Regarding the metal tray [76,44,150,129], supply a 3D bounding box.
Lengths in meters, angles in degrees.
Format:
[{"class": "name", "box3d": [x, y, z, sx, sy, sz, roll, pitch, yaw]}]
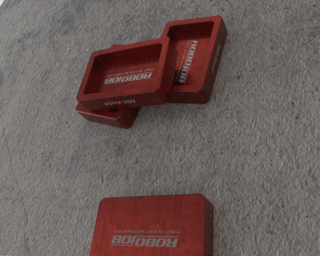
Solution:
[{"class": "metal tray", "box3d": [-0.061, -0.067, 0.473, 0.090, 0.030, 0.130, 12, 68, 33]}]

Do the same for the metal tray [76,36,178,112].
[{"class": "metal tray", "box3d": [-0.046, -0.073, 0.429, 0.130, 0.030, 0.090, -4, 60, 26]}]

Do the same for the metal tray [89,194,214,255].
[{"class": "metal tray", "box3d": [-0.010, 0.121, 0.332, 0.130, 0.030, 0.090, -8, 58, 24]}]

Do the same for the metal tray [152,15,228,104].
[{"class": "metal tray", "box3d": [0.037, -0.097, 0.440, 0.090, 0.030, 0.130, 4, 63, 30]}]
